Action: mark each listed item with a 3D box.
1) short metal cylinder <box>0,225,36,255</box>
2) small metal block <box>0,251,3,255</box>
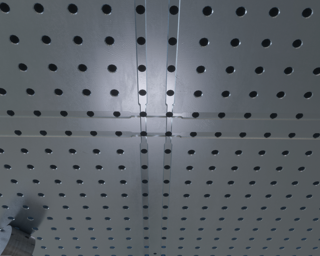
[{"bbox_3d":[-0.276,0.227,0.566,0.080,0.080,0.050,-32,123,24],"label":"short metal cylinder"},{"bbox_3d":[-0.358,0.277,0.644,0.050,0.025,0.050,13,129,-11],"label":"small metal block"}]
